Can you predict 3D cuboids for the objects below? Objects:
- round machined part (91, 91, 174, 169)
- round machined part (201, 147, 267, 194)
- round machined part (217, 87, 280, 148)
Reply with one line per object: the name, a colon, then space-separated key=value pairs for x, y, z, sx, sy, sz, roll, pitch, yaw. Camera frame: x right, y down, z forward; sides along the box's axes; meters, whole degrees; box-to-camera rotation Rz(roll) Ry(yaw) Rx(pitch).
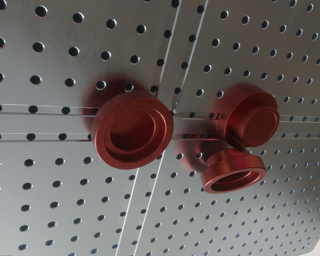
round machined part: x=-0.036 y=-0.001 z=0.379 sx=0.099 sy=0.042 sz=0.097 roll=-14 pitch=124 yaw=-21
round machined part: x=0.110 y=0.064 z=0.482 sx=0.099 sy=0.042 sz=0.098 roll=-10 pitch=150 yaw=-6
round machined part: x=0.140 y=-0.009 z=0.470 sx=0.099 sy=0.042 sz=0.097 roll=-14 pitch=124 yaw=-21
